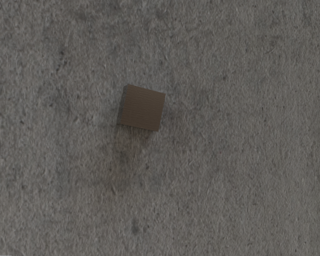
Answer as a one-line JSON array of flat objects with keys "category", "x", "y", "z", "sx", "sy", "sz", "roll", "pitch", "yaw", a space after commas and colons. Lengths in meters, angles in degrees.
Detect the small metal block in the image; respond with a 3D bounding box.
[{"category": "small metal block", "x": -0.025, "y": -0.025, "z": 0.400, "sx": 0.050, "sy": 0.025, "sz": 0.050, "roll": 12, "pitch": 86, "yaw": -20}]
